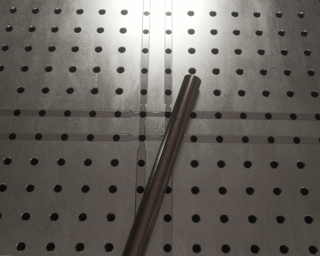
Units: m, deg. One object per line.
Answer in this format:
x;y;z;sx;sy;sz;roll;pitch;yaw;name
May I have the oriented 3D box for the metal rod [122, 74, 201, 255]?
-0.001;0.065;0.388;0.025;0.025;0.299;18;71;6;metal rod
